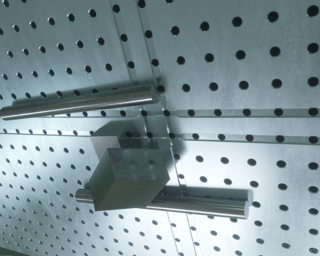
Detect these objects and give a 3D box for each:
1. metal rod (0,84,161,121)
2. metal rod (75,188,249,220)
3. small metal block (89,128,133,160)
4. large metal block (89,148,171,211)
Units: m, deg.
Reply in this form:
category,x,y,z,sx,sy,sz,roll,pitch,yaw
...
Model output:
category,x,y,z,sx,sy,sz,roll,pitch,yaw
metal rod,-0.135,-0.034,0.461,0.300,0.025,0.025,-4,117,30
metal rod,-0.014,0.117,0.490,0.300,0.025,0.025,-3,117,29
small metal block,-0.071,0.028,0.466,0.050,0.025,0.050,-2,117,29
large metal block,-0.045,0.073,0.436,0.080,0.081,0.050,-56,42,39
